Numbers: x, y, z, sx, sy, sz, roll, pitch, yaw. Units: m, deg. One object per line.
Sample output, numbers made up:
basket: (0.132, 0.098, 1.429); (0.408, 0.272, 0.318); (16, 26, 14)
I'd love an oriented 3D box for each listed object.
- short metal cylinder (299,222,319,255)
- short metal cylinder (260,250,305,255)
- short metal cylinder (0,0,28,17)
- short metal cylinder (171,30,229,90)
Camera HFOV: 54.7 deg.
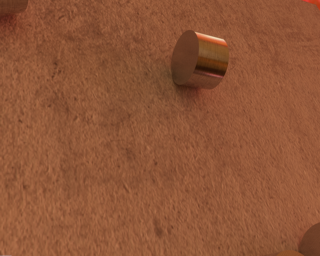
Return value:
short metal cylinder: (0.226, 0.166, 0.392); (0.050, 0.080, 0.080); (24, 53, -15)
short metal cylinder: (0.139, 0.185, 0.352); (0.081, 0.050, 0.080); (14, 56, -21)
short metal cylinder: (-0.202, -0.172, 0.365); (0.050, 0.080, 0.080); (-34, 81, -38)
short metal cylinder: (0.058, -0.100, 0.463); (0.050, 0.080, 0.080); (6, 59, -26)
